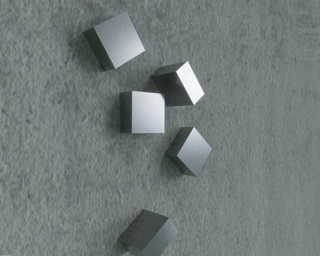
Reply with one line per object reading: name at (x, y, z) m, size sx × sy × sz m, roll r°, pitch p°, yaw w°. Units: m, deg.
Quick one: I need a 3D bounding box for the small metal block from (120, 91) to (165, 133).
small metal block at (-0.022, -0.019, 0.388) m, size 0.050 × 0.025 × 0.050 m, roll 0°, pitch 90°, yaw -40°

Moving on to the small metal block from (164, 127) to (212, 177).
small metal block at (0.041, 0.034, 0.442) m, size 0.050 × 0.025 × 0.050 m, roll 48°, pitch 61°, yaw -30°

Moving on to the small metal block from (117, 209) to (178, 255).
small metal block at (-0.015, 0.131, 0.378) m, size 0.050 × 0.050 × 0.025 m, roll -44°, pitch 117°, yaw -31°

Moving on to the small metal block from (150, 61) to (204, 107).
small metal block at (0.023, -0.057, 0.410) m, size 0.025 × 0.050 × 0.050 m, roll -46°, pitch 118°, yaw -30°

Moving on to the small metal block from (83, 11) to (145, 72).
small metal block at (-0.053, -0.101, 0.362) m, size 0.050 × 0.025 × 0.050 m, roll -41°, pitch 115°, yaw -33°
